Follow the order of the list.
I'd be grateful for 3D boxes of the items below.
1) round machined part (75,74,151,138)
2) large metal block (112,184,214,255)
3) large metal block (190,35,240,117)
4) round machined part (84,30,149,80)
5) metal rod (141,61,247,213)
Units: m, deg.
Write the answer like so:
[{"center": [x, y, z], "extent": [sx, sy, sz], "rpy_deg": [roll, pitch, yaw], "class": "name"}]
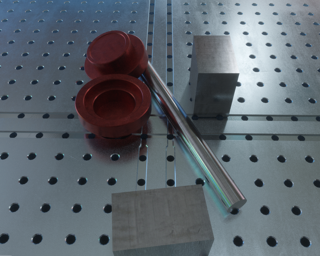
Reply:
[{"center": [-0.061, -0.025, 0.417], "extent": [0.099, 0.042, 0.098], "rpy_deg": [0, 50, 0], "class": "round machined part"}, {"center": [0.000, 0.098, 0.289], "extent": [0.081, 0.080, 0.050], "rpy_deg": [-5, 50, -4], "class": "large metal block"}, {"center": [0.072, -0.072, 0.433], "extent": [0.050, 0.080, 0.080], "rpy_deg": [0, 50, 0], "class": "large metal block"}, {"center": [-0.071, -0.109, 0.469], "extent": [0.098, 0.042, 0.098], "rpy_deg": [-9, 57, 14], "class": "round machined part"}, {"center": [0.021, -0.020, 0.423], "extent": [0.025, 0.025, 0.300], "rpy_deg": [-19, 53, -16], "class": "metal rod"}]
